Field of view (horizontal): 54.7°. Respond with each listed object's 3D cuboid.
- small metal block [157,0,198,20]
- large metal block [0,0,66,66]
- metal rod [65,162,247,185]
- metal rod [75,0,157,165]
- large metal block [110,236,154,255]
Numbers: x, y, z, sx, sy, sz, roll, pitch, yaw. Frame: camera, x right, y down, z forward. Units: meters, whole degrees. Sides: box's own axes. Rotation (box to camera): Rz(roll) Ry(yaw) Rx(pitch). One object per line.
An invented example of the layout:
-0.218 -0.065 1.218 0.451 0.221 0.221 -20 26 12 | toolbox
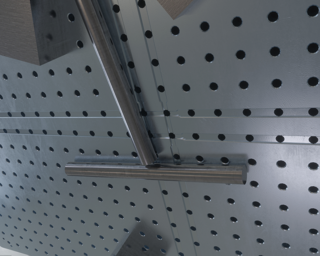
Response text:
0.019 -0.147 0.310 0.050 0.025 0.050 49 129 -7 | small metal block
-0.176 -0.135 0.405 0.080 0.050 0.079 17 125 18 | large metal block
-0.024 0.065 0.464 0.300 0.025 0.025 -3 117 29 | metal rod
-0.063 -0.084 0.392 0.025 0.025 0.298 -6 116 31 | metal rod
-0.056 0.264 0.588 0.080 0.050 0.080 38 129 2 | large metal block
